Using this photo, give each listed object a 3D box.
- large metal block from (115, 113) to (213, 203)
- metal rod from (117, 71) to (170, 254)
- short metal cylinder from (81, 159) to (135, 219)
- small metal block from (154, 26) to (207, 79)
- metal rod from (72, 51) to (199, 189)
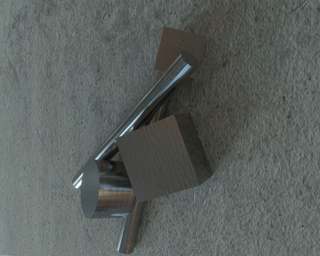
[{"bbox_3d":[0.005,0.034,0.366,0.080,0.050,0.080,-22,85,25],"label":"large metal block"},{"bbox_3d":[-0.016,0.032,0.419,0.025,0.025,0.298,22,104,38],"label":"metal rod"},{"bbox_3d":[-0.075,0.085,0.435,0.080,0.050,0.080,-20,66,57],"label":"short metal cylinder"},{"bbox_3d":[0.024,-0.089,0.371,0.050,0.025,0.050,13,100,-1],"label":"small metal block"},{"bbox_3d":[-0.051,0.008,0.426,0.298,0.025,0.025,-45,63,38],"label":"metal rod"}]
